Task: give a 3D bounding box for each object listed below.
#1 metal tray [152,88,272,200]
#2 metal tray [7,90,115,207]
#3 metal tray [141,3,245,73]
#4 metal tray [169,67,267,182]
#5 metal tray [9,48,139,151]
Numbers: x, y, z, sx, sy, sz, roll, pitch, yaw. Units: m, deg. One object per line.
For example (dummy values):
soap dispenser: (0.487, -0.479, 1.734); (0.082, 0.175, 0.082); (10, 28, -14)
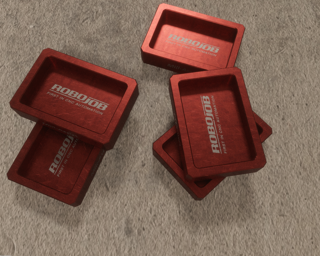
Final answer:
metal tray: (0.066, 0.018, 0.399); (0.130, 0.030, 0.090); (-40, 75, -14)
metal tray: (-0.118, 0.023, 0.395); (0.090, 0.030, 0.130); (21, 71, 7)
metal tray: (0.048, -0.122, 0.450); (0.131, 0.030, 0.090); (18, 71, 6)
metal tray: (0.065, -0.006, 0.376); (0.091, 0.030, 0.129); (-8, 70, -4)
metal tray: (-0.103, -0.037, 0.385); (0.131, 0.030, 0.090); (21, 71, 7)
